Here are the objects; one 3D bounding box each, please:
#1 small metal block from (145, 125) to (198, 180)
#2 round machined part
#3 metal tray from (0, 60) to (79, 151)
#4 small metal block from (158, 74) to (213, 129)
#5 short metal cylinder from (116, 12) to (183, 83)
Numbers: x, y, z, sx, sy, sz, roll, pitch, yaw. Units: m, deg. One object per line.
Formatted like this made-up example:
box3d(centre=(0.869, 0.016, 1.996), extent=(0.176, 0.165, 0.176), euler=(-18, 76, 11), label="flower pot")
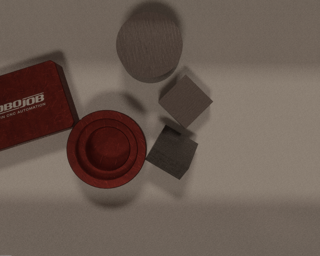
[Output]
box3d(centre=(0.016, 0.030, 0.397), extent=(0.050, 0.050, 0.025), euler=(31, 130, -1), label="small metal block")
box3d(centre=(-0.066, 0.026, 0.402), extent=(0.099, 0.042, 0.097), euler=(0, 90, -1), label="round machined part")
box3d(centre=(-0.183, -0.026, 0.407), extent=(0.131, 0.030, 0.090), euler=(-18, 90, -1), label="metal tray")
box3d(centre=(0.033, -0.034, 0.412), extent=(0.050, 0.025, 0.050), euler=(45, 90, -1), label="small metal block")
box3d(centre=(-0.013, -0.101, 0.399), extent=(0.081, 0.050, 0.079), euler=(0, 90, -1), label="short metal cylinder")
